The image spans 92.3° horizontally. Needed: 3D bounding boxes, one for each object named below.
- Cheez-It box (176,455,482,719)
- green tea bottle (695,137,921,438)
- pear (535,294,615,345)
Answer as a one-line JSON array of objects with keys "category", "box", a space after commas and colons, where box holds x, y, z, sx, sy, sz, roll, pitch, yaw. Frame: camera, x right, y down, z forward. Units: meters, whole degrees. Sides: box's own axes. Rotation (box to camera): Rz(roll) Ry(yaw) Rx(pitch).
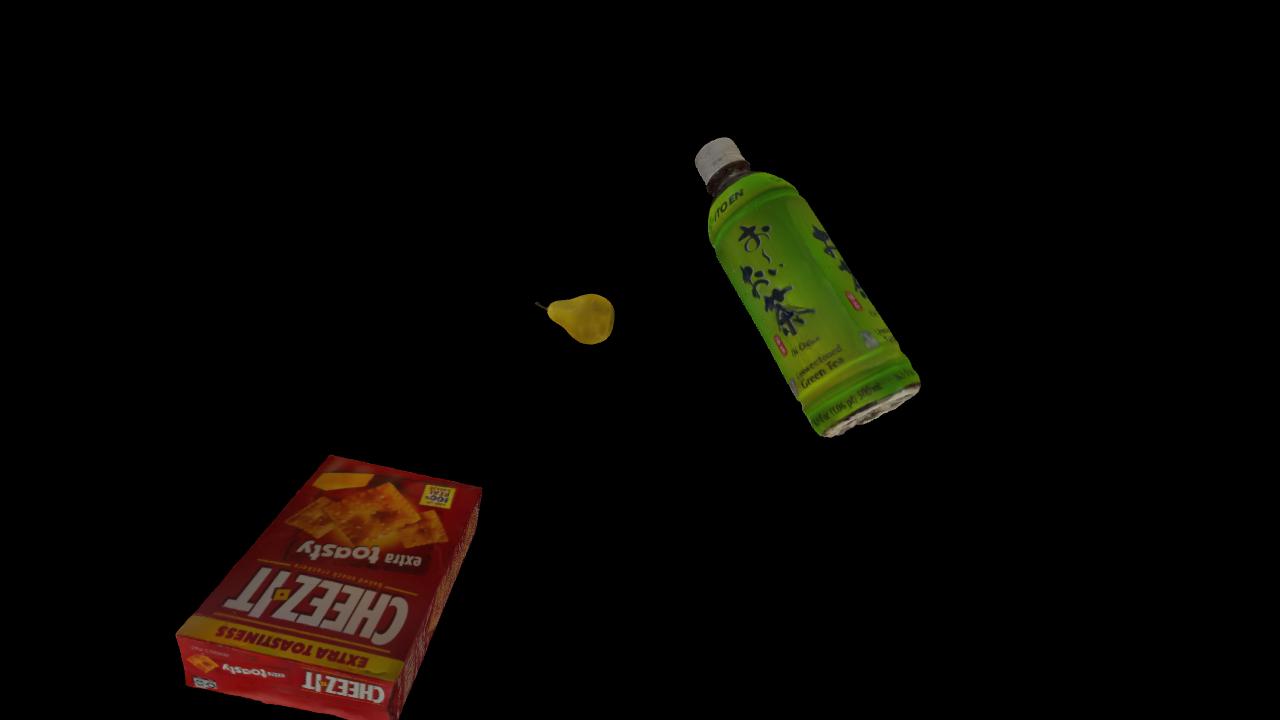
[{"category": "Cheez-It box", "box": [-0.257, 0.191, 0.555, 0.166, 0.071, 0.223, 13, 29, -2]}, {"category": "green tea bottle", "box": [0.095, -0.056, 0.401, 0.073, 0.212, 0.073, -24, -20, -9]}, {"category": "pear", "box": [-0.095, -0.063, 0.888, 0.111, 0.080, 0.080, 10, 1, 8]}]
